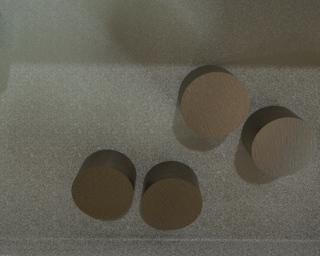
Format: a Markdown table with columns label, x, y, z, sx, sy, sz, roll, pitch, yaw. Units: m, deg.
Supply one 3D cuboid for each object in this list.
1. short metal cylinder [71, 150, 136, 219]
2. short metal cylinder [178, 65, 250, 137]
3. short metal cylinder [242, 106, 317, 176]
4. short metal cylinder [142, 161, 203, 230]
| label | x | y | z | sx | sy | sz | roll | pitch | yaw |
| --- | --- | --- | --- | --- | --- | --- | --- | --- | --- |
| short metal cylinder | -0.074 | 0.076 | 0.425 | 0.081 | 0.050 | 0.079 | 0 | 110 | 0 |
| short metal cylinder | 0.065 | -0.034 | 0.386 | 0.081 | 0.050 | 0.079 | 0 | 110 | 0 |
| short metal cylinder | 0.153 | 0.016 | 0.405 | 0.081 | 0.050 | 0.079 | 0 | 110 | 0 |
| short metal cylinder | 0.016 | 0.093 | 0.432 | 0.081 | 0.050 | 0.079 | 0 | 110 | 0 |
